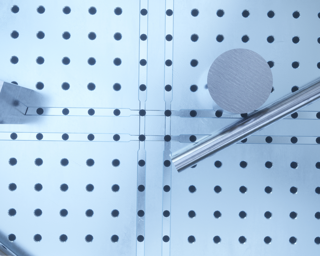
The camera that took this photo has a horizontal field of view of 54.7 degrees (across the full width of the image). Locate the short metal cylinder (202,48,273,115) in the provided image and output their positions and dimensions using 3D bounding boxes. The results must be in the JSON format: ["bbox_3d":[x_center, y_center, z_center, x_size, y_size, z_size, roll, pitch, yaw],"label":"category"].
[{"bbox_3d":[0.098,-0.057,0.402,0.081,0.050,0.079,0,90,-1],"label":"short metal cylinder"}]

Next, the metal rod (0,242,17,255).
[{"bbox_3d":[-0.121,0.244,0.411,0.300,0.025,0.025,39,90,-1],"label":"metal rod"}]

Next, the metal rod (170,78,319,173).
[{"bbox_3d":[0.153,-0.020,0.415,0.301,0.025,0.025,-28,90,-1],"label":"metal rod"}]

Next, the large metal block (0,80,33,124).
[{"bbox_3d":[-0.220,-0.041,0.383,0.080,0.080,0.050,18,90,-1],"label":"large metal block"}]
